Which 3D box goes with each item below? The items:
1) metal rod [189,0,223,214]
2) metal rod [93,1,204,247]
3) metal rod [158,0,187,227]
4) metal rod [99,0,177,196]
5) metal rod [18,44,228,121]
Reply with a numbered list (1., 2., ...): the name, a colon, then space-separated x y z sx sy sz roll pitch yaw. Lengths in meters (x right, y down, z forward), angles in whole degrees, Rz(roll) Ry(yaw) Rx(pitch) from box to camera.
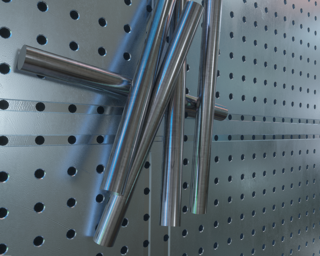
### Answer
1. metal rod: 0.063 -0.033 0.426 0.025 0.025 0.298 2 93 -40
2. metal rod: -0.011 -0.008 0.366 0.025 0.025 0.299 25 84 -37
3. metal rod: 0.019 -0.034 0.387 0.025 0.025 0.299 17 69 -39
4. metal rod: -0.015 -0.071 0.365 0.025 0.025 0.299 30 64 -36
5. metal rod: -0.018 -0.046 0.393 0.302 0.025 0.025 11 83 -39
